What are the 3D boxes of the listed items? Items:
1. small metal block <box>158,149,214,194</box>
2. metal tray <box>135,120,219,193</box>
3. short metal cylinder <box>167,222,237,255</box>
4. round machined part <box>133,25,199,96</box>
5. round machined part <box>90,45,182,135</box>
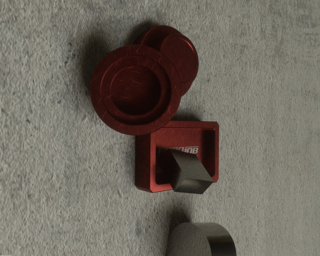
[{"bbox_3d":[0.033,0.056,0.399,0.050,0.050,0.025,15,121,-39],"label":"small metal block"},{"bbox_3d":[0.028,0.035,0.427,0.131,0.030,0.089,1,90,-40],"label":"metal tray"},{"bbox_3d":[0.055,0.169,0.418,0.050,0.080,0.080,14,81,-40],"label":"short metal cylinder"},{"bbox_3d":[0.013,-0.086,0.406,0.099,0.042,0.097,0,90,-40],"label":"round machined part"},{"bbox_3d":[-0.028,-0.043,0.353,0.099,0.042,0.097,-1,99,-8],"label":"round machined part"}]
